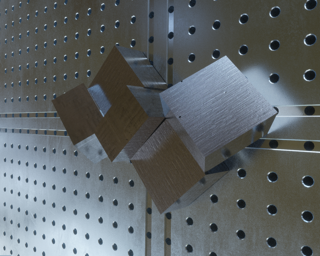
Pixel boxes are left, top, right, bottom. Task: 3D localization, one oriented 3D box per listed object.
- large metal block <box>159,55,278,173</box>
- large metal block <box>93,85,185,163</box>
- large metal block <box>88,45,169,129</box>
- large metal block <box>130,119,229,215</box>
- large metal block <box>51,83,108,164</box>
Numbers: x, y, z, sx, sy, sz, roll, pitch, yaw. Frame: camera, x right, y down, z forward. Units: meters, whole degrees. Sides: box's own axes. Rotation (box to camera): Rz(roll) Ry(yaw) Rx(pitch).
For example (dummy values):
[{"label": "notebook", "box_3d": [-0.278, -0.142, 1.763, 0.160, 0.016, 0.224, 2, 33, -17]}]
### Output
[{"label": "large metal block", "box_3d": [0.057, -0.014, 0.319, 0.080, 0.050, 0.080, -31, 65, -7]}, {"label": "large metal block", "box_3d": [-0.023, -0.005, 0.393, 0.080, 0.081, 0.050, -50, 62, 28]}, {"label": "large metal block", "box_3d": [-0.045, -0.054, 0.431, 0.080, 0.050, 0.080, -50, 61, 30]}, {"label": "large metal block", "box_3d": [0.021, 0.045, 0.376, 0.080, 0.050, 0.080, -48, 60, 29]}, {"label": "large metal block", "box_3d": [-0.103, -0.004, 0.450, 0.050, 0.080, 0.080, -31, 65, -6]}]
